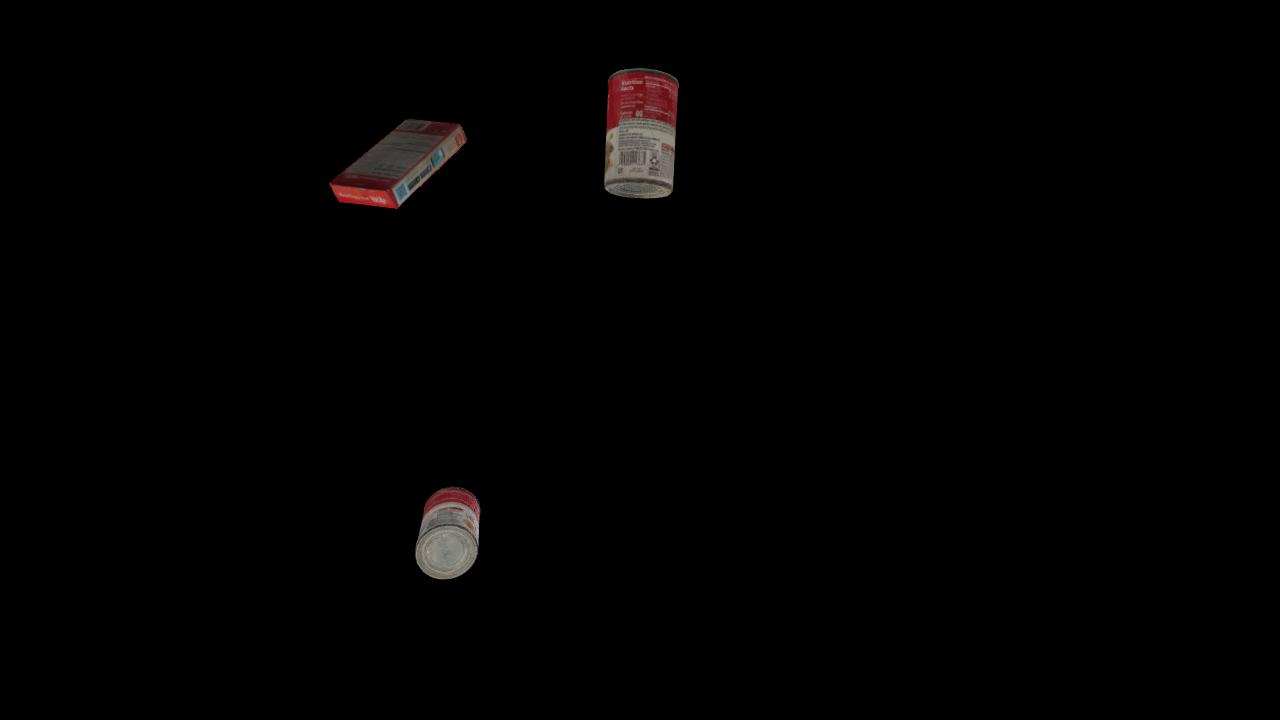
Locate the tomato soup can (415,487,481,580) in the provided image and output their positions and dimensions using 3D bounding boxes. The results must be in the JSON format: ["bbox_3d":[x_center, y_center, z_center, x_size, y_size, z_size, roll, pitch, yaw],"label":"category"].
[{"bbox_3d":[-0.220,0.198,0.711,0.068,0.068,0.101,0,12,-14],"label":"tomato soup can"}]

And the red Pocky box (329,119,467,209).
[{"bbox_3d":[-0.279,-0.232,0.718,0.083,0.155,0.028,12,-40,16],"label":"red Pocky box"}]

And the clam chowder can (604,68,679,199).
[{"bbox_3d":[0.001,-0.211,0.583,0.068,0.102,0.068,2,3,0],"label":"clam chowder can"}]
